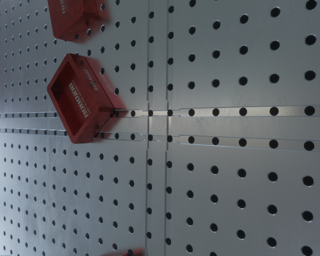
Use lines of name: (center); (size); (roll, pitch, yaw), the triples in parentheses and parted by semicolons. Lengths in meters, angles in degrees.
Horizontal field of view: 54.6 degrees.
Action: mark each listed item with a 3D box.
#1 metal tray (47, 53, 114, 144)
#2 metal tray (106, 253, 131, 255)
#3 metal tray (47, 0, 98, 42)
metal tray: (-0.138, -0.049, 0.521); (0.090, 0.030, 0.130); (-47, 62, 30)
metal tray: (-0.069, 0.262, 0.464); (0.090, 0.030, 0.130); (-25, 75, 37)
metal tray: (-0.157, -0.230, 0.538); (0.090, 0.030, 0.129); (-21, 77, 38)
